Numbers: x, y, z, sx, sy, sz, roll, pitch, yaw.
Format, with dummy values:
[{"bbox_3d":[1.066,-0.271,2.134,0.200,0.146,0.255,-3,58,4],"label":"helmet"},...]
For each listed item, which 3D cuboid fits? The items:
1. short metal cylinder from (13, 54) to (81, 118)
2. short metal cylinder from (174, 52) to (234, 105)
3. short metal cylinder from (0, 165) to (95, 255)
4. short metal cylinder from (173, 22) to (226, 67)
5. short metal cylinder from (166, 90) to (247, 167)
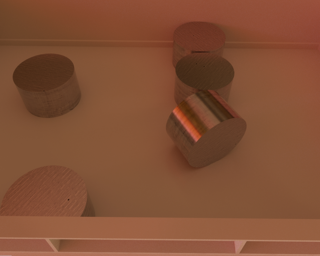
[{"bbox_3d":[-0.157,-0.060,0.438,0.081,0.050,0.080,0,50,0],"label":"short metal cylinder"},{"bbox_3d":[0.061,-0.063,0.443,0.081,0.050,0.080,0,50,0],"label":"short metal cylinder"},{"bbox_3d":[-0.111,0.085,0.316,0.081,0.050,0.080,0,50,0],"label":"short metal cylinder"},{"bbox_3d":[0.061,-0.126,0.496,0.081,0.050,0.080,0,50,0],"label":"short metal cylinder"},{"bbox_3d":[0.054,0.002,0.369,0.081,0.080,0.050,-23,54,-18],"label":"short metal cylinder"}]
